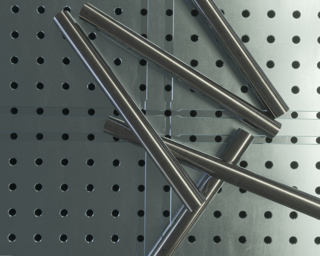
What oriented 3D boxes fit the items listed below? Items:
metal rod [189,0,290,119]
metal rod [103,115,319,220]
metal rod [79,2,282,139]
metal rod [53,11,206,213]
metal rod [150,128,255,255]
[{"bbox_3d":[0.076,-0.141,0.414,0.025,0.025,0.299,-35,90,0],"label":"metal rod"},{"bbox_3d":[0.069,0.049,0.390,0.301,0.025,0.025,21,90,9],"label":"metal rod"},{"bbox_3d":[0.027,-0.076,0.413,0.301,0.025,0.025,32,90,-1],"label":"metal rod"},{"bbox_3d":[-0.043,-0.028,0.386,0.025,0.025,0.299,-36,80,0],"label":"metal rod"},{"bbox_3d":[0.031,0.130,0.413,0.025,0.025,0.299,35,90,-1],"label":"metal rod"}]
